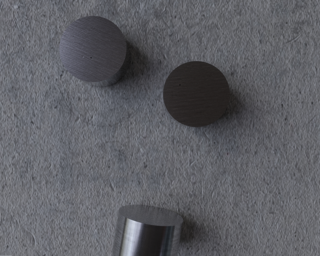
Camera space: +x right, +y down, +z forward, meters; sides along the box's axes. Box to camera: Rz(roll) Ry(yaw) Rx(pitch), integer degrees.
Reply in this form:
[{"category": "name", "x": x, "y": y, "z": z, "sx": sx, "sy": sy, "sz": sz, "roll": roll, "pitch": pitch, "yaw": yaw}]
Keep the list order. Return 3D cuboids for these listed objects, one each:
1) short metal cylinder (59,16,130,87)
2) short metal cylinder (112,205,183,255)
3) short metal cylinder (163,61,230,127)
[{"category": "short metal cylinder", "x": -0.081, "y": -0.095, "z": 0.397, "sx": 0.081, "sy": 0.050, "sz": 0.080, "roll": 0, "pitch": 90, "yaw": 0}, {"category": "short metal cylinder", "x": -0.015, "y": 0.131, "z": 0.382, "sx": 0.080, "sy": 0.080, "sz": 0.050, "roll": 9, "pitch": 90, "yaw": 0}, {"category": "short metal cylinder", "x": 0.044, "y": -0.041, "z": 0.398, "sx": 0.081, "sy": 0.050, "sz": 0.080, "roll": 0, "pitch": 90, "yaw": 0}]
